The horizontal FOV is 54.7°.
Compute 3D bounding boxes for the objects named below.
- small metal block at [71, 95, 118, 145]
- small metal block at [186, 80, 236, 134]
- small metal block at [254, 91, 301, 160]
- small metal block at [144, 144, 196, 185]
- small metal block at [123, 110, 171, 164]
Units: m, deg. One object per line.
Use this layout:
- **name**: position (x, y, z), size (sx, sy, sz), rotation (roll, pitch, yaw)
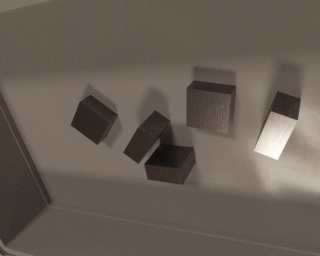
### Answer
- **small metal block**: position (-0.096, -0.011, 0.450), size (0.050, 0.025, 0.050), rotation (37, 129, 3)
- **small metal block**: position (0.059, -0.025, 0.361), size (0.050, 0.025, 0.050), rotation (11, 123, 21)
- **small metal block**: position (0.123, -0.004, 0.325), size (0.025, 0.050, 0.050), rotation (22, 127, 15)
- **small metal block**: position (0.015, 0.047, 0.413), size (0.050, 0.050, 0.025), rotation (4, 120, 26)
- **small metal block**: position (-0.017, 0.012, 0.407), size (0.025, 0.050, 0.050), rotation (36, 129, 4)
